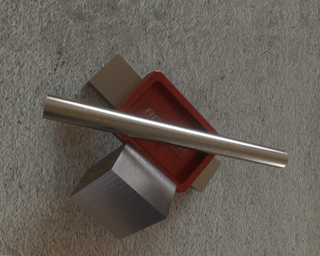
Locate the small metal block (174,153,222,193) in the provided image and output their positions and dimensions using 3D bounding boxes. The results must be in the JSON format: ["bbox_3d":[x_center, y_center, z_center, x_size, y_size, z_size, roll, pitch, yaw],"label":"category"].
[{"bbox_3d":[0.048,0.053,0.429,0.050,0.025,0.050,40,77,-16],"label":"small metal block"}]

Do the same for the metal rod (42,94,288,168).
[{"bbox_3d":[0.023,0.010,0.361,0.302,0.025,0.025,13,86,-20],"label":"metal rod"}]

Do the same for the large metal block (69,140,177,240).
[{"bbox_3d":[-0.042,0.074,0.357,0.080,0.080,0.050,45,34,-15],"label":"large metal block"}]

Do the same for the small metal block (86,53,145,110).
[{"bbox_3d":[-0.055,-0.056,0.390,0.050,0.025,0.050,47,75,-15],"label":"small metal block"}]

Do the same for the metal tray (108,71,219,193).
[{"bbox_3d":[0.007,0.006,0.384,0.130,0.030,0.090,46,76,-15],"label":"metal tray"}]
